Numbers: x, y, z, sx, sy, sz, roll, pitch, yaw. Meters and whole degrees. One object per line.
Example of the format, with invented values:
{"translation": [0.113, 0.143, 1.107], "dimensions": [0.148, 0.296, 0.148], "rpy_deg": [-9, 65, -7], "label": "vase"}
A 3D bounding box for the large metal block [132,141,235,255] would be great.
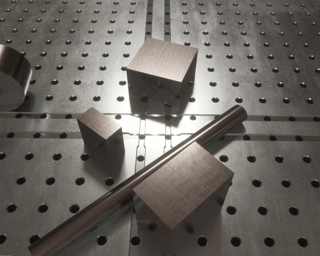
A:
{"translation": [0.022, 0.073, 0.311], "dimensions": [0.080, 0.080, 0.050], "rpy_deg": [-35, 59, -26], "label": "large metal block"}

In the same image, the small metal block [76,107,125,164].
{"translation": [-0.072, 0.009, 0.383], "dimensions": [0.050, 0.050, 0.025], "rpy_deg": [33, 57, 24], "label": "small metal block"}

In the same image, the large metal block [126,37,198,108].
{"translation": [0.005, -0.085, 0.463], "dimensions": [0.080, 0.050, 0.080], "rpy_deg": [16, 52, 13], "label": "large metal block"}

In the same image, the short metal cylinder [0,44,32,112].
{"translation": [-0.224, -0.068, 0.426], "dimensions": [0.081, 0.080, 0.050], "rpy_deg": [-3, 50, -3], "label": "short metal cylinder"}

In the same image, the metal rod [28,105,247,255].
{"translation": [-0.006, 0.052, 0.363], "dimensions": [0.302, 0.025, 0.025], "rpy_deg": [-32, 57, -25], "label": "metal rod"}
